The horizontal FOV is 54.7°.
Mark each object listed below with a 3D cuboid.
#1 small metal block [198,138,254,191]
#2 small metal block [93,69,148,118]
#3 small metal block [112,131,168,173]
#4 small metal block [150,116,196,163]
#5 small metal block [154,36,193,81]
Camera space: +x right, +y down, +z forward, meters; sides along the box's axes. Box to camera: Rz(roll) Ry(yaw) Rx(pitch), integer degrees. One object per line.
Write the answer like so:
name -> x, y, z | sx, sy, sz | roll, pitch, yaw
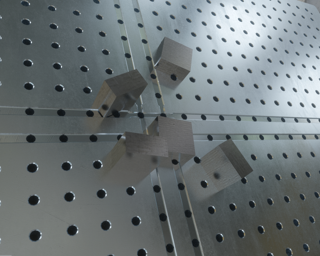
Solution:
small metal block -> 0.086, 0.049, 0.410 | 0.025, 0.050, 0.050 | -24, 75, -37
small metal block -> -0.050, -0.044, 0.393 | 0.050, 0.050, 0.025 | -28, 78, -38
small metal block -> -0.025, 0.030, 0.362 | 0.050, 0.050, 0.025 | 9, 58, -24
small metal block -> 0.016, 0.015, 0.409 | 0.050, 0.025, 0.050 | 10, 57, -23
small metal block -> 0.022, -0.109, 0.489 | 0.050, 0.025, 0.050 | 21, 54, -17
